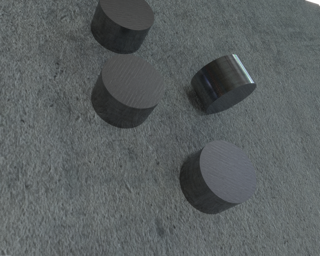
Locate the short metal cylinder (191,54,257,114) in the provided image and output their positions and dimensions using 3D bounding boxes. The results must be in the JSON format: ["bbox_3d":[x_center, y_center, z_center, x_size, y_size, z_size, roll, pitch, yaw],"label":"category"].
[{"bbox_3d":[0.093,-0.063,0.457,0.081,0.080,0.050,-14,69,-34],"label":"short metal cylinder"}]

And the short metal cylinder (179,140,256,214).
[{"bbox_3d":[0.072,0.062,0.388,0.081,0.050,0.080,14,56,-21],"label":"short metal cylinder"}]

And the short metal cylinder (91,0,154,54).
[{"bbox_3d":[-0.055,-0.156,0.453,0.081,0.050,0.080,14,56,-21],"label":"short metal cylinder"}]

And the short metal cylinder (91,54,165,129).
[{"bbox_3d":[-0.041,-0.046,0.393,0.081,0.050,0.080,14,56,-21],"label":"short metal cylinder"}]
